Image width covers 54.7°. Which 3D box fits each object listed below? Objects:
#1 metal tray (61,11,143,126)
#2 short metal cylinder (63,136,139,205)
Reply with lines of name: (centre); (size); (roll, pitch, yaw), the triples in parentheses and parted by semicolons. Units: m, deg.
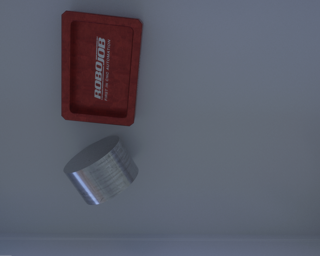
metal tray: (-0.071, -0.071, 0.381); (0.091, 0.030, 0.129); (6, 110, -3)
short metal cylinder: (-0.075, 0.053, 0.400); (0.080, 0.080, 0.050); (-26, 108, 9)
